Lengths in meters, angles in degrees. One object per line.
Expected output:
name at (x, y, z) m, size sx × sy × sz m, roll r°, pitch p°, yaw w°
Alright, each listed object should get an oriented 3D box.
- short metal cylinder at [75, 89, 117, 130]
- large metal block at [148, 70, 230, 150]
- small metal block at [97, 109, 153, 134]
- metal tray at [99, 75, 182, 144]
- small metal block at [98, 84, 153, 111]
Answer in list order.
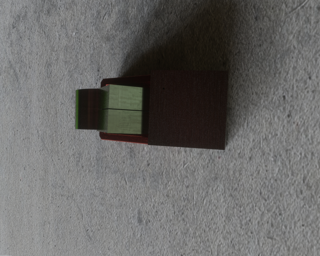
short metal cylinder at (-0.071, -0.023, 0.413) m, size 0.080 × 0.081 × 0.050 m, roll 2°, pitch 91°, yaw 40°
large metal block at (0.034, -0.020, 0.343) m, size 0.080 × 0.050 × 0.079 m, roll 3°, pitch 92°, yaw 14°
small metal block at (-0.041, -0.007, 0.355) m, size 0.050 × 0.050 × 0.025 m, roll -176°, pitch 88°, yaw -66°
metal tray at (-0.029, -0.025, 0.427) m, size 0.130 × 0.030 × 0.089 m, roll 3°, pitch 92°, yaw 40°
small metal block at (-0.040, -0.033, 0.355) m, size 0.050 × 0.050 × 0.025 m, roll -176°, pitch 88°, yaw -66°
